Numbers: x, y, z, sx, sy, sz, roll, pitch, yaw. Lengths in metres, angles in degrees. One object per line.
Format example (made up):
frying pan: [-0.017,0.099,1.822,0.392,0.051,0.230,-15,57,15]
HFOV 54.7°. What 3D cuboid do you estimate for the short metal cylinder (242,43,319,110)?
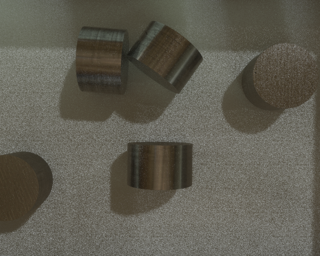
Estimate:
short metal cylinder: [0.153,-0.064,0.401,0.081,0.050,0.079,0,90,-1]

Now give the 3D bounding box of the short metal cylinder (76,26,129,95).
short metal cylinder: [-0.068,-0.083,0.383,0.050,0.080,0.079,4,90,0]

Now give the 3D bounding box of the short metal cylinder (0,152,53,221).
short metal cylinder: [-0.186,0.072,0.397,0.081,0.050,0.079,0,90,-1]

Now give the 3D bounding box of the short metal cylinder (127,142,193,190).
short metal cylinder: [0.000,0.044,0.384,0.081,0.080,0.050,1,90,-1]

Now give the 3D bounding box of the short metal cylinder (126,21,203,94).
short metal cylinder: [0.006,-0.086,0.384,0.080,0.080,0.050,35,90,-1]
